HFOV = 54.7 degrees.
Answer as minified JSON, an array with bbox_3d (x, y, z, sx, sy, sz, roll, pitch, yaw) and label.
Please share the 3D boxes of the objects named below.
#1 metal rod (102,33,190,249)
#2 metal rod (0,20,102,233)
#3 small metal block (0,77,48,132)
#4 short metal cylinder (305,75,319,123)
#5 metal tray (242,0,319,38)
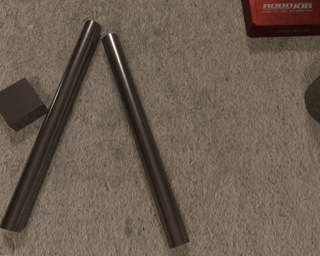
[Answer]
[{"bbox_3d":[-0.025,0.003,0.406,0.025,0.025,0.299,-18,71,-7],"label":"metal rod"},{"bbox_3d":[-0.137,-0.017,0.412,0.025,0.025,0.299,14,70,5],"label":"metal rod"},{"bbox_3d":[-0.188,-0.032,0.417,0.050,0.025,0.050,-35,74,-12],"label":"small metal block"},{"bbox_3d":[0.245,-0.044,0.414,0.081,0.050,0.080,0,70,0],"label":"short metal cylinder"},{"bbox_3d":[0.197,-0.187,0.476,0.131,0.030,0.090,-2,70,-1],"label":"metal tray"}]
